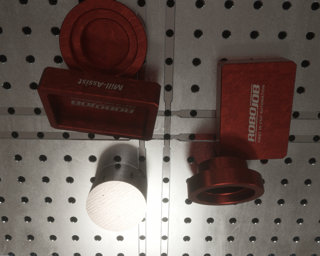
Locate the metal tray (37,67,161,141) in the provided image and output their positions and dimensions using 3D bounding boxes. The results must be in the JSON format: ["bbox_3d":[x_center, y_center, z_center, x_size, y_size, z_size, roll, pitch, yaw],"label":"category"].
[{"bbox_3d":[-0.069,-0.025,0.373,0.131,0.030,0.090,8,150,-4],"label":"metal tray"}]

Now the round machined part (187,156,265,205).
[{"bbox_3d":[0.085,0.070,0.414,0.099,0.042,0.098,-1,151,0],"label":"round machined part"}]

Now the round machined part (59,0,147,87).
[{"bbox_3d":[-0.064,-0.101,0.366,0.099,0.042,0.097,0,110,-1],"label":"round machined part"}]

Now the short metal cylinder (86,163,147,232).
[{"bbox_3d":[-0.058,0.097,0.435,0.081,0.050,0.079,0,110,-1],"label":"short metal cylinder"}]

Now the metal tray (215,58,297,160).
[{"bbox_3d":[0.121,-0.023,0.404,0.091,0.030,0.129,-2,110,0],"label":"metal tray"}]
